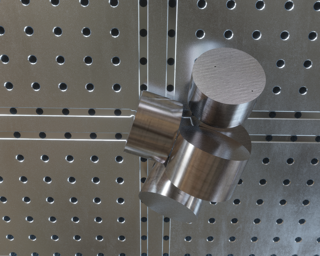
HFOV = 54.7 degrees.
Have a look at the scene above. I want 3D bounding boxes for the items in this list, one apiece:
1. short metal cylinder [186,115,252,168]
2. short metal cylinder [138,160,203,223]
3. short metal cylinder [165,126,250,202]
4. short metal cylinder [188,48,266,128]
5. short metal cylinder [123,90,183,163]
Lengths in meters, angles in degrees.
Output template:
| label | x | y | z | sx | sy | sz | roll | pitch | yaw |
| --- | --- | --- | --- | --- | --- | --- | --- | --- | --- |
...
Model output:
| label | x | y | z | sx | sy | sz | roll | pitch | yaw |
| --- | --- | --- | --- | --- | --- | --- | --- | --- | --- |
| short metal cylinder | 0.073 | 0.018 | 0.406 | 0.081 | 0.050 | 0.079 | 0 | 109 | 0 |
| short metal cylinder | 0.019 | 0.083 | 0.408 | 0.080 | 0.050 | 0.080 | 19 | 149 | 12 |
| short metal cylinder | 0.052 | 0.037 | 0.344 | 0.080 | 0.080 | 0.050 | 16 | 109 | -6 |
| short metal cylinder | 0.075 | -0.046 | 0.360 | 0.081 | 0.080 | 0.050 | 2 | 150 | -1 |
| short metal cylinder | -0.009 | -0.002 | 0.383 | 0.050 | 0.080 | 0.079 | 18 | 109 | -7 |
